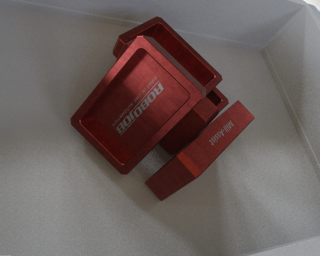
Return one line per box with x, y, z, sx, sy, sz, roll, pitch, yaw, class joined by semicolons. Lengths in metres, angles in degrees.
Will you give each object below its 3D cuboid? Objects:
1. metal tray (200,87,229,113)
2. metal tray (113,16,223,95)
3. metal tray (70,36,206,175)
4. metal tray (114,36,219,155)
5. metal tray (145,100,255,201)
0.028;-0.057;0.453;0.130;0.030;0.091;46;52;5;metal tray
0.012;-0.085;0.422;0.130;0.030;0.090;45;51;3;metal tray
-0.026;-0.023;0.339;0.090;0.130;0.030;45;20;2;metal tray
-0.003;-0.037;0.383;0.130;0.090;0.030;45;51;2;metal tray
0.049;0.026;0.374;0.030;0.090;0.131;49;51;5;metal tray
